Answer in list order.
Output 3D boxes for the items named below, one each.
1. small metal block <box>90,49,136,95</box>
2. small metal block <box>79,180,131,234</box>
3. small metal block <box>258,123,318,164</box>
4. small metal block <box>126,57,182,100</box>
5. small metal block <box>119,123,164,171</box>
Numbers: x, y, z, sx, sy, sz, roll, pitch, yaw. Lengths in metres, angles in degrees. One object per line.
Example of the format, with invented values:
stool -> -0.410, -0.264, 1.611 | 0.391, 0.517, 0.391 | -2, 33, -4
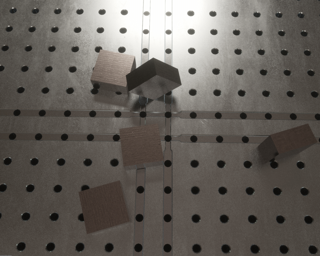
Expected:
small metal block -> -0.065, -0.079, 0.440 | 0.050, 0.025, 0.050 | 12, 70, 4
small metal block -> -0.066, 0.096, 0.376 | 0.050, 0.025, 0.050 | -15, 71, -6
small metal block -> 0.160, 0.021, 0.393 | 0.050, 0.050, 0.025 | -16, 71, -6
small metal block -> -0.008, -0.063, 0.411 | 0.050, 0.050, 0.025 | -25, 66, 35
small metal block -> -0.024, 0.025, 0.402 | 0.050, 0.025, 0.050 | -8, 70, -4
